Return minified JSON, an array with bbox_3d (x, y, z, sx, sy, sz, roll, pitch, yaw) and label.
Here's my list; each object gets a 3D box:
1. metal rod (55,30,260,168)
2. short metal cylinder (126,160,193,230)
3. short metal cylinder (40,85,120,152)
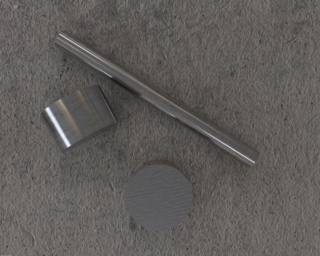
[{"bbox_3d":[-0.003,-0.038,0.409,0.301,0.025,0.025,32,90,0],"label":"metal rod"},{"bbox_3d":[-0.001,0.083,0.398,0.081,0.050,0.080,0,90,0],"label":"short metal cylinder"},{"bbox_3d":[-0.097,-0.011,0.382,0.080,0.080,0.050,-30,90,0],"label":"short metal cylinder"}]
